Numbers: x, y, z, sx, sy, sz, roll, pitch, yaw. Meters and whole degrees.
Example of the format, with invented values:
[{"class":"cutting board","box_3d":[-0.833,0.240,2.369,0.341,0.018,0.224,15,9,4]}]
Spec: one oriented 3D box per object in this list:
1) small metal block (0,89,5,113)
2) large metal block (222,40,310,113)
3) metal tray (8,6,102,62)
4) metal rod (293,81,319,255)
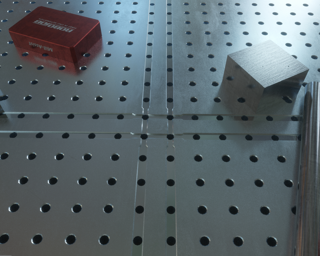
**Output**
[{"class":"small metal block","box_3d":[-0.254,-0.040,0.439,0.050,0.025,0.050,-19,53,-16]},{"class":"large metal block","box_3d":[0.153,-0.078,0.458,0.081,0.050,0.080,-23,54,-18]},{"class":"metal tray","box_3d":[-0.181,-0.167,0.543,0.130,0.030,0.090,18,52,14]},{"class":"metal rod","box_3d":[0.178,0.049,0.367,0.025,0.025,0.301,15,52,12]}]
